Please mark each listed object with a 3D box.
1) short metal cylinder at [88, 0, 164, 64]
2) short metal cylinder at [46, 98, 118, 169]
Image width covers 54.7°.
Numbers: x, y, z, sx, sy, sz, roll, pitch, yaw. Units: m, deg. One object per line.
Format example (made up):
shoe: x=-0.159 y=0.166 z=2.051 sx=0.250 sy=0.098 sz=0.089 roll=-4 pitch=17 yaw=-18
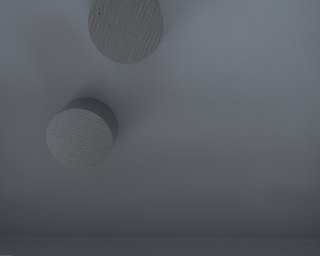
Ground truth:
short metal cylinder: x=-0.036 y=-0.117 z=0.354 sx=0.081 sy=0.050 sz=0.079 roll=0 pitch=110 yaw=0
short metal cylinder: x=-0.098 y=0.006 z=0.399 sx=0.081 sy=0.050 sz=0.079 roll=0 pitch=110 yaw=0
